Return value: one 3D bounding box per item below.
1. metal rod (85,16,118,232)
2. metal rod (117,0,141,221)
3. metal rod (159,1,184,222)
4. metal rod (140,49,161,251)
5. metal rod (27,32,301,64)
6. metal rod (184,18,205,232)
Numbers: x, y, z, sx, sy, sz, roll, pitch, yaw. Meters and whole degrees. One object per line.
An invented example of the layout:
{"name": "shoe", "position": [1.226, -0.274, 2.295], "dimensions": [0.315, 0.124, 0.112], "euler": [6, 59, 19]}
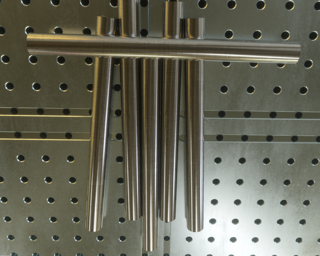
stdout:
{"name": "metal rod", "position": [-0.081, 0.009, 0.415], "dimensions": [0.025, 0.025, 0.298], "euler": [7, 110, -3]}
{"name": "metal rod", "position": [-0.038, -0.010, 0.410], "dimensions": [0.025, 0.025, 0.298], "euler": [1, 110, 0]}
{"name": "metal rod", "position": [0.013, -0.007, 0.412], "dimensions": [0.025, 0.025, 0.298], "euler": [1, 110, 0]}
{"name": "metal rod", "position": [-0.013, 0.043, 0.429], "dimensions": [0.025, 0.025, 0.298], "euler": [1, 111, 0]}
{"name": "metal rod", "position": [0.005, -0.091, 0.353], "dimensions": [0.302, 0.025, 0.025], "euler": [2, 110, -1]}
{"name": "metal rod", "position": [0.047, 0.010, 0.418], "dimensions": [0.025, 0.025, 0.298], "euler": [-2, 110, 1]}
